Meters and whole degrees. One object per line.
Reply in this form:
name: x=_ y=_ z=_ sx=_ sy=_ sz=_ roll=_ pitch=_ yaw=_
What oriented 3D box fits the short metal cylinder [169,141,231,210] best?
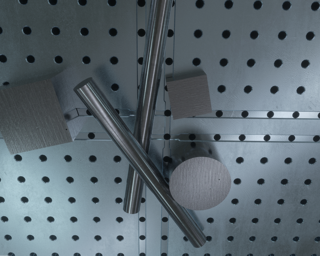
short metal cylinder: x=0.052 y=0.065 z=0.425 sx=0.081 sy=0.050 sz=0.079 roll=0 pitch=110 yaw=-1

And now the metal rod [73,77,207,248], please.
metal rod: x=-0.013 y=0.062 z=0.412 sx=0.025 sy=0.025 sz=0.299 roll=-28 pitch=117 yaw=10

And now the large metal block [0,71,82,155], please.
large metal block: x=-0.155 y=-0.020 z=0.391 sx=0.080 sy=0.050 sz=0.079 roll=-12 pitch=110 yaw=4

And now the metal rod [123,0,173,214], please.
metal rod: x=-0.019 y=-0.019 z=0.406 sx=0.025 sy=0.025 sz=0.298 roll=8 pitch=110 yaw=-4

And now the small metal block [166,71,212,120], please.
small metal block: x=0.037 y=-0.042 z=0.399 sx=0.050 sy=0.025 sz=0.050 roll=-11 pitch=110 yaw=3
